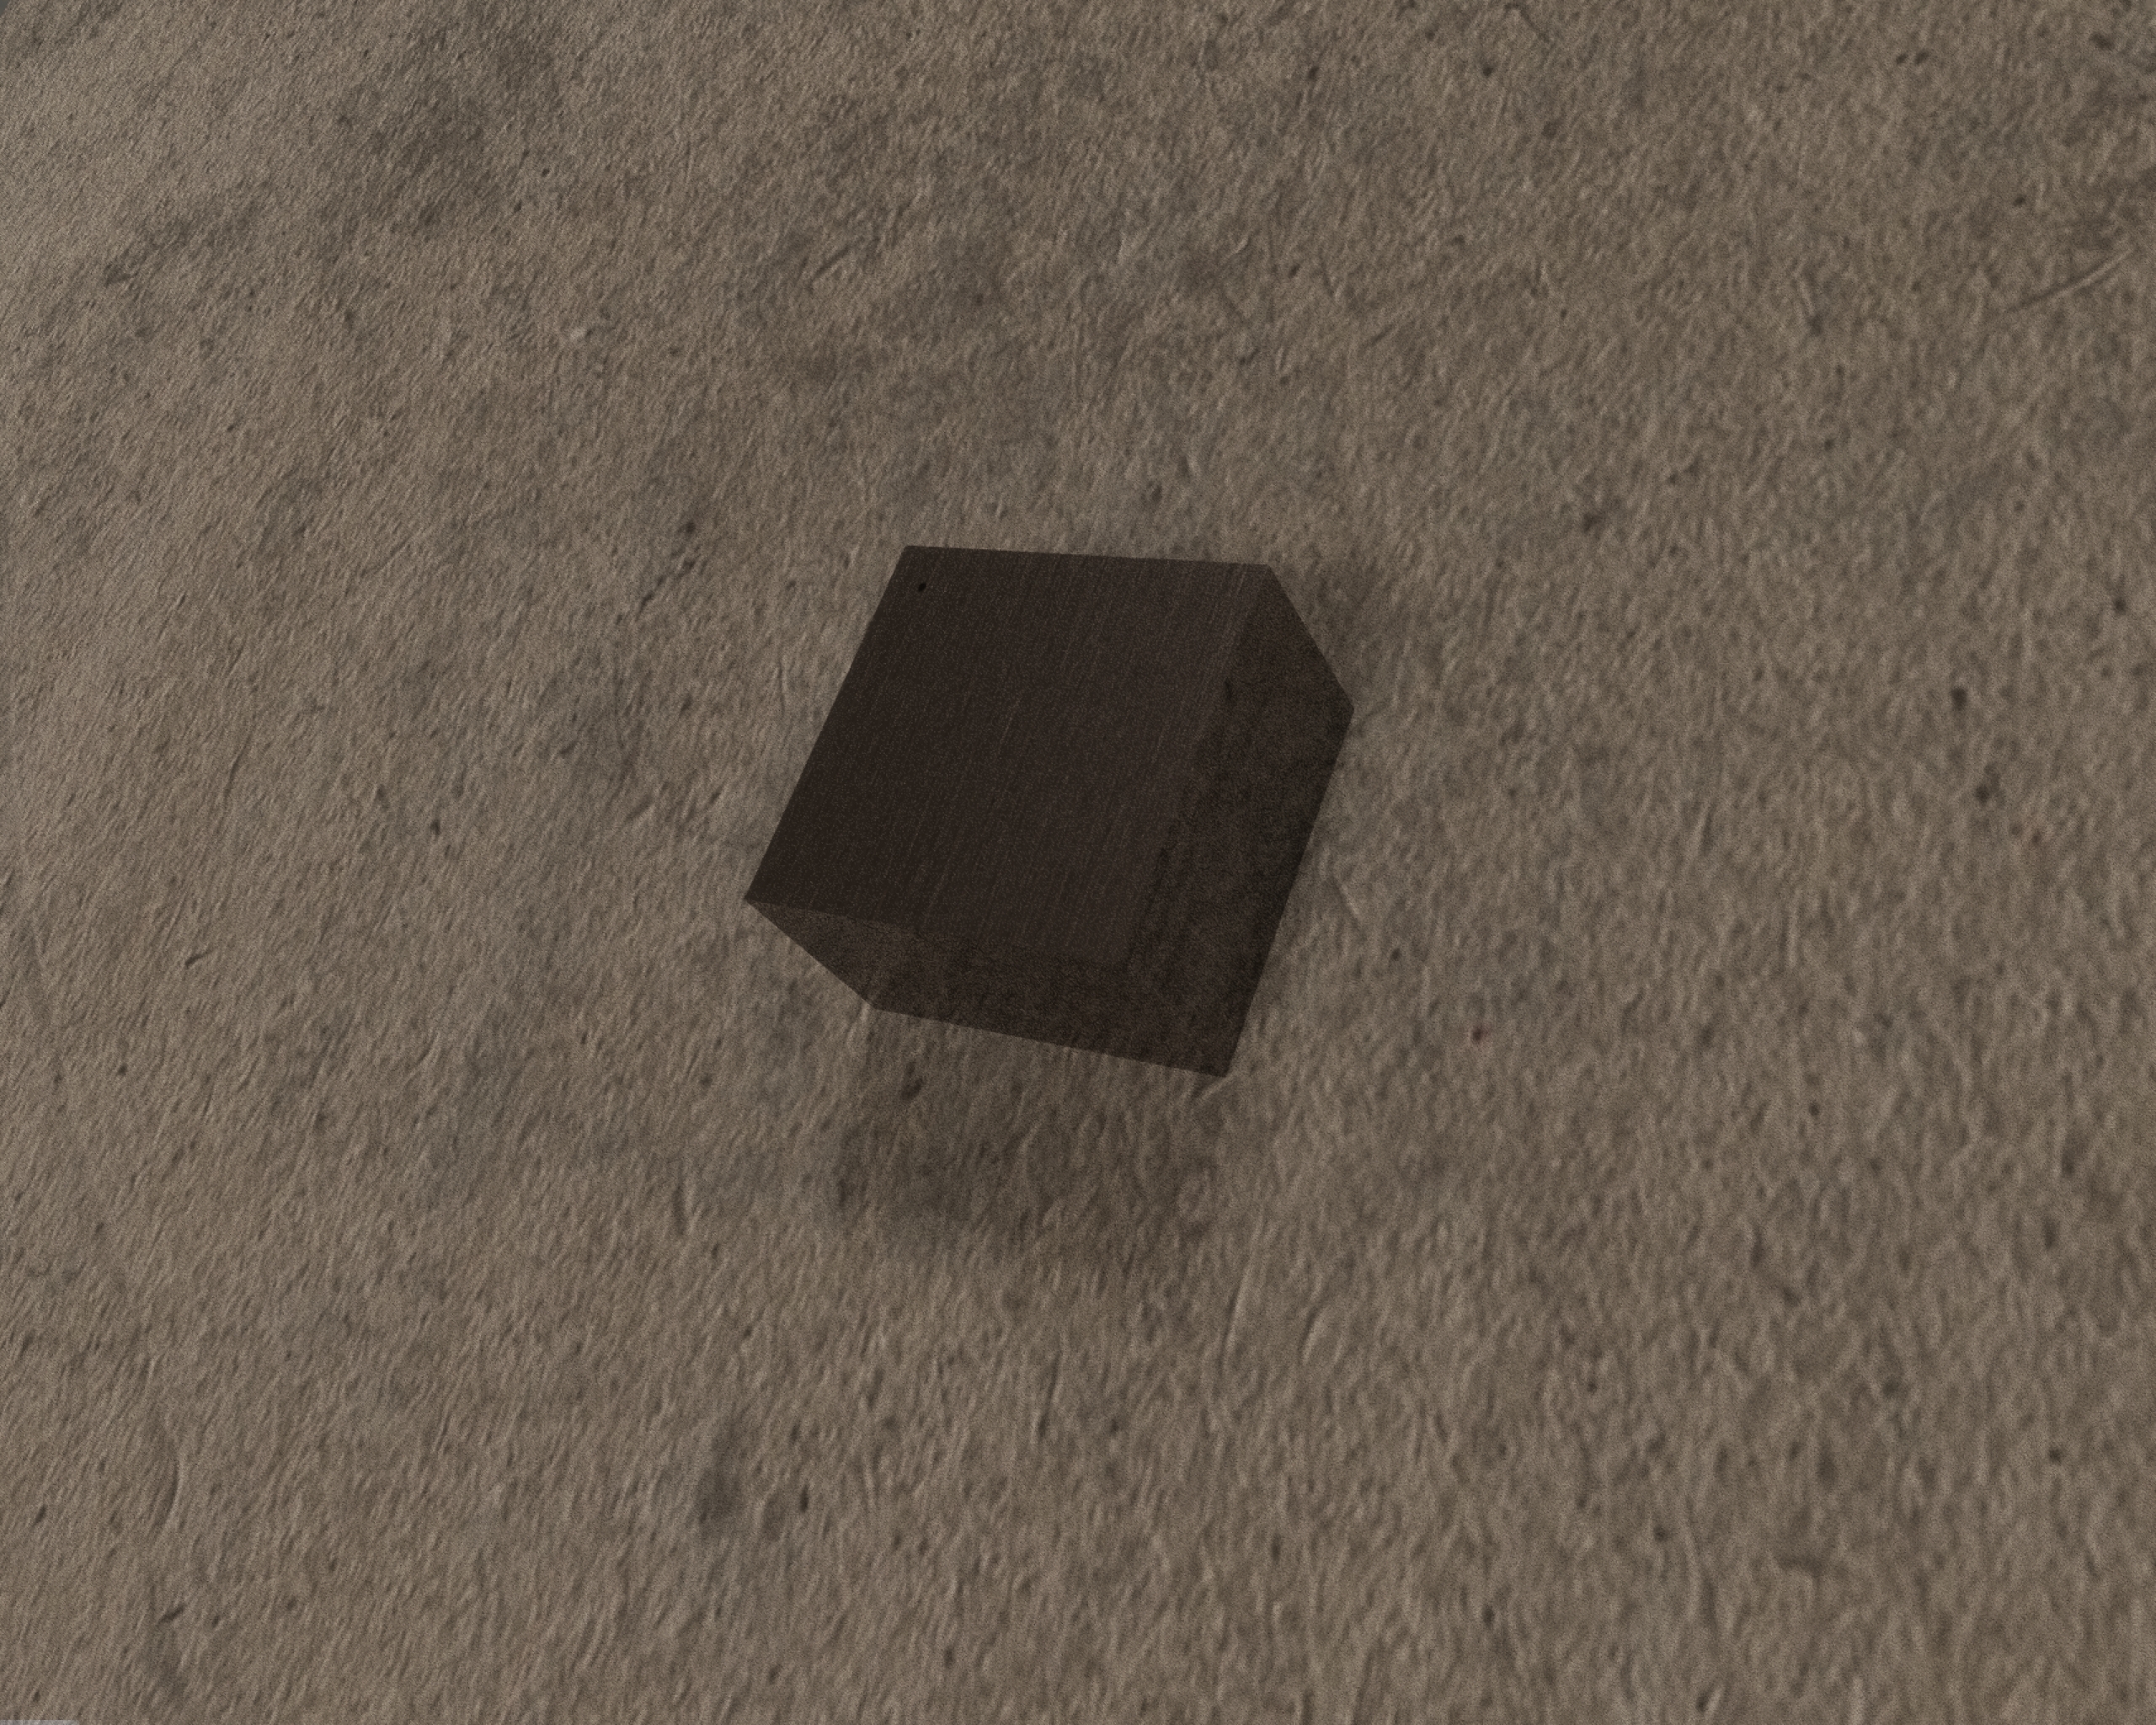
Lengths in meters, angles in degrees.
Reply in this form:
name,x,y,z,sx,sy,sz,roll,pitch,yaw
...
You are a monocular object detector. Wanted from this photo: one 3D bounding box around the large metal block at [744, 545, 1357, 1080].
name,x,y,z,sx,sy,sz,roll,pitch,yaw
large metal block,-0.003,-0.011,0.397,0.080,0.050,0.080,8,66,31
